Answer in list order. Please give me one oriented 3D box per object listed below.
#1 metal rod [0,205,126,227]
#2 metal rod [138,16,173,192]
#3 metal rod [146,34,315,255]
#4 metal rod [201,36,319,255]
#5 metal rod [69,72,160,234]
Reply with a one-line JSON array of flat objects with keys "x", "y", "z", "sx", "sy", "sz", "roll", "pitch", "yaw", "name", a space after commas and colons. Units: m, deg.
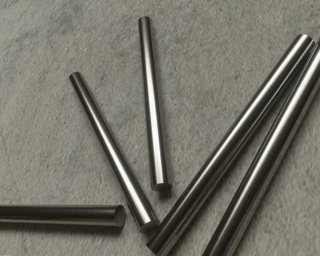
[{"x": -0.183, "y": 0.118, "z": 0.425, "sx": 0.301, "sy": 0.025, "sz": 0.025, "roll": -6, "pitch": 59, "yaw": 24, "name": "metal rod"}, {"x": -0.012, "y": -0.055, "z": 0.442, "sx": 0.025, "sy": 0.025, "sz": 0.299, "roll": -18, "pitch": 55, "yaw": 17, "name": "metal rod"}, {"x": 0.085, "y": 0.013, "z": 0.350, "sx": 0.025, "sy": 0.025, "sz": 0.300, "roll": 30, "pitch": 78, "yaw": 37, "name": "metal rod"}, {"x": 0.128, "y": 0.009, "z": 0.330, "sx": 0.025, "sy": 0.025, "sz": 0.300, "roll": 23, "pitch": 74, "yaw": 36, "name": "metal rod"}, {"x": -0.077, "y": 0.012, "z": 0.435, "sx": 0.025, "sy": 0.025, "sz": 0.300, "roll": -37, "pitch": 51, "yaw": 3, "name": "metal rod"}]
